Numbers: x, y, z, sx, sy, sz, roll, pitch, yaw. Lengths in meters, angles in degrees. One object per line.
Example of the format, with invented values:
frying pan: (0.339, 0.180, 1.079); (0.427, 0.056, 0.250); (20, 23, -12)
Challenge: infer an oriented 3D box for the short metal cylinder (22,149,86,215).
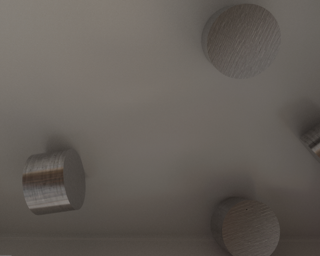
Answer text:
short metal cylinder: (-0.136, 0.070, 0.407); (0.050, 0.080, 0.079); (-9, 110, 3)

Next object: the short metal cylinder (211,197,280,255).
short metal cylinder: (0.117, 0.139, 0.433); (0.081, 0.050, 0.080); (1, 82, -8)

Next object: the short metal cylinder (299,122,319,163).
short metal cylinder: (0.226, 0.028, 0.394); (0.050, 0.080, 0.080); (-42, 105, 14)

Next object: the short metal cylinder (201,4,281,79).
short metal cylinder: (0.092, -0.102, 0.361); (0.081, 0.050, 0.079); (0, 110, 0)
